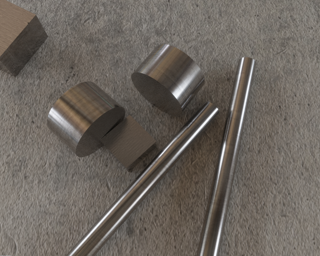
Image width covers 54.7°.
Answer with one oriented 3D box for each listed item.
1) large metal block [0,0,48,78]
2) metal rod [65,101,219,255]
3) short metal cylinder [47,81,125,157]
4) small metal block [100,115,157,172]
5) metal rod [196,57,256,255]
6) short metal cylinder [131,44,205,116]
[{"bbox_3d":[-0.224,-0.132,0.441,0.080,0.050,0.080,27,72,9],"label":"large metal block"},{"bbox_3d":[-0.029,0.079,0.378,0.025,0.025,0.301,39,74,13],"label":"metal rod"},{"bbox_3d":[-0.089,-0.010,0.382,0.050,0.080,0.080,41,75,13],"label":"short metal cylinder"},{"bbox_3d":[-0.040,0.020,0.401,0.050,0.025,0.050,-42,76,-14],"label":"small metal block"},{"bbox_3d":[0.085,0.042,0.393,0.025,0.025,0.299,15,70,5],"label":"metal rod"},{"bbox_3d":[0.010,-0.061,0.401,0.080,0.080,0.050,34,74,11],"label":"short metal cylinder"}]
